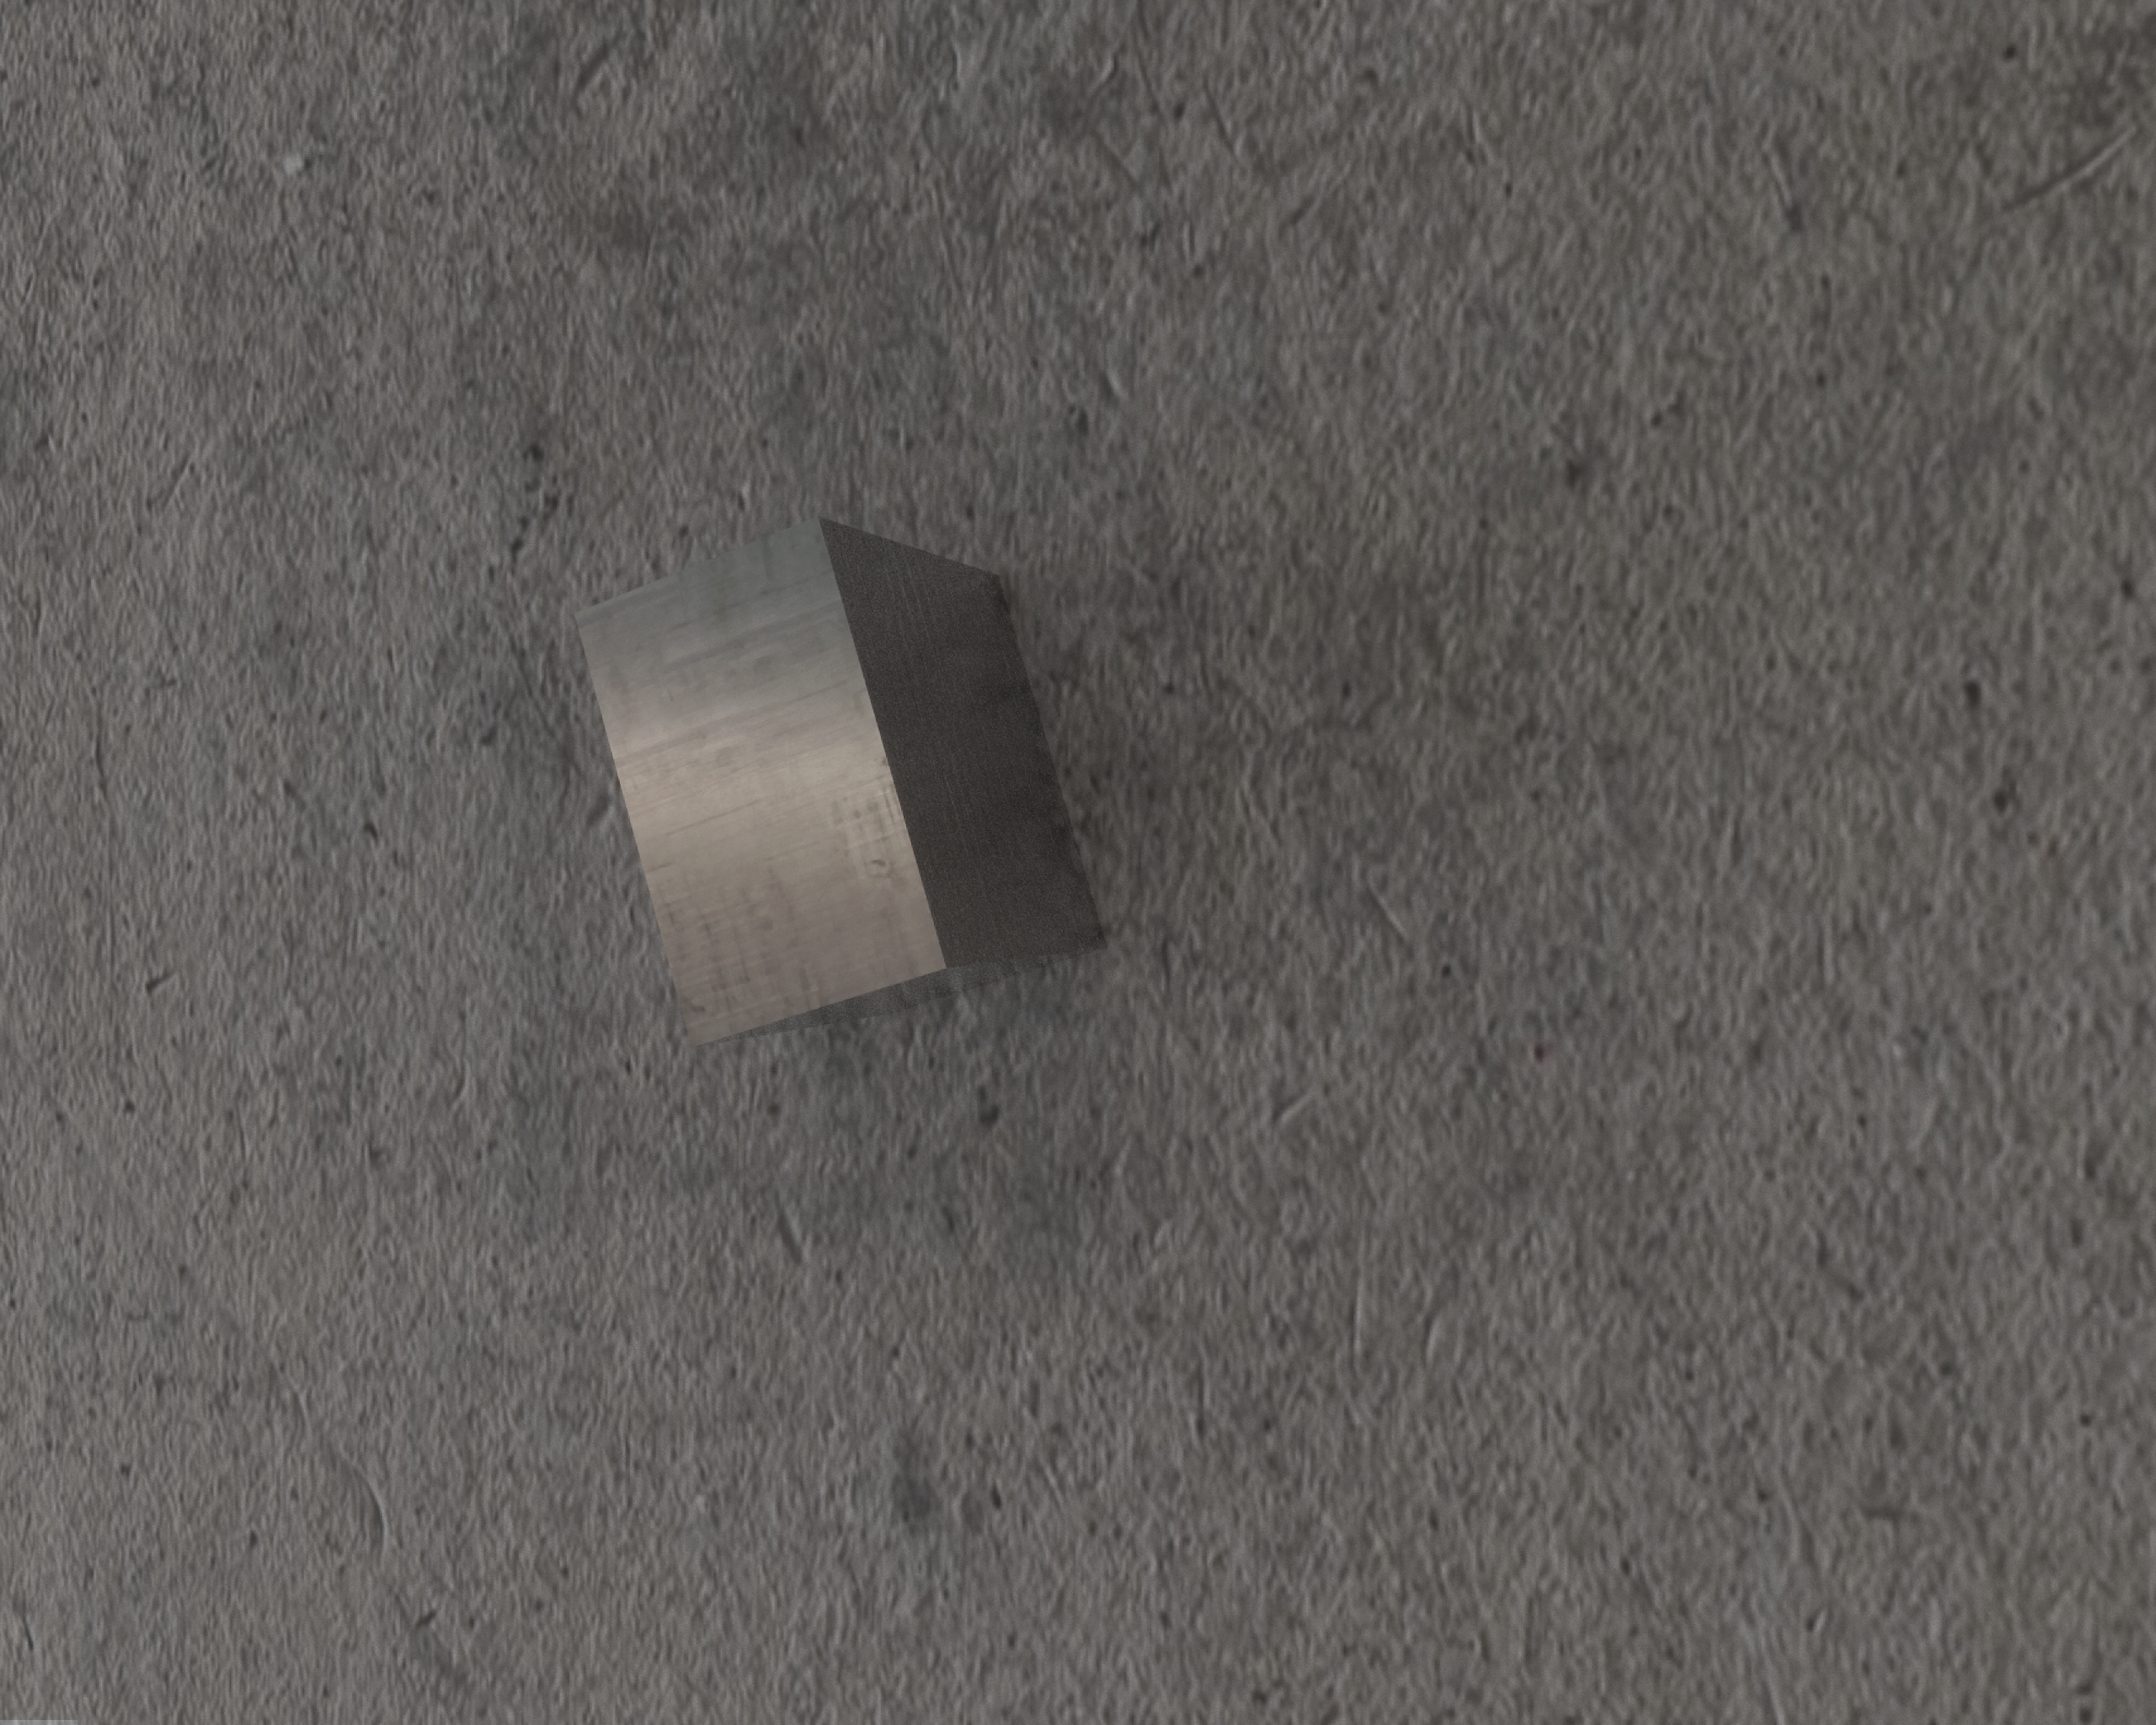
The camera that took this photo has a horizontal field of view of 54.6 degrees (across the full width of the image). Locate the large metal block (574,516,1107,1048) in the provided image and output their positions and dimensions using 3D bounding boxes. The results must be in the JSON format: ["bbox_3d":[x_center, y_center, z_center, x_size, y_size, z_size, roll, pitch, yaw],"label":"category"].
[{"bbox_3d":[-0.042,-0.013,0.395,0.050,0.080,0.080,-18,84,19],"label":"large metal block"}]
